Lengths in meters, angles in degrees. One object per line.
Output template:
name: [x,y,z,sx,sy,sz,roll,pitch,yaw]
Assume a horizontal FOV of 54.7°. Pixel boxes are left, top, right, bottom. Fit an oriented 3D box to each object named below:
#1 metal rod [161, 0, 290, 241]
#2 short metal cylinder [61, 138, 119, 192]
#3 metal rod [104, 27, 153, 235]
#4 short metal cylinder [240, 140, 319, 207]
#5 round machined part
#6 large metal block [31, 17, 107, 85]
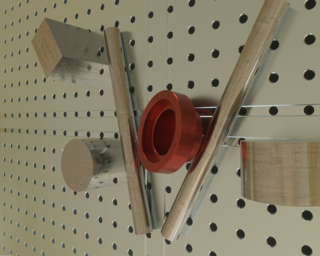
metal rod: [0.066,0.005,0.354,0.025,0.025,0.298,34,111,35]
short metal cylinder: [-0.110,0.056,0.484,0.080,0.050,0.080,0,90,40]
metal rod: [-0.047,-0.002,0.448,0.025,0.025,0.298,-16,80,39]
short metal cylinder: [0.114,0.036,0.279,0.080,0.081,0.050,-1,89,40]
round machined part: [0.015,0.007,0.372,0.098,0.042,0.098,-28,56,53]
large metal block: [-0.145,-0.119,0.493,0.050,0.081,0.080,-43,64,32]
